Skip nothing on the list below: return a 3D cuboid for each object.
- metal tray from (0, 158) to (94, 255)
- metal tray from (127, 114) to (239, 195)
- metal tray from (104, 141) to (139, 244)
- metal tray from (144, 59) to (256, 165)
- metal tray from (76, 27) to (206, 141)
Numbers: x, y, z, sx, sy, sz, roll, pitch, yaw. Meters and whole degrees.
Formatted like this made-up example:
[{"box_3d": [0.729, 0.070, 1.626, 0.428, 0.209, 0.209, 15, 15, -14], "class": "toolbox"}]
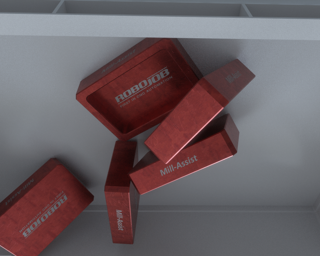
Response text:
[{"box_3d": [-0.173, 0.119, 0.452, 0.130, 0.030, 0.090, -45, 126, -18], "class": "metal tray"}, {"box_3d": [0.032, 0.031, 0.391, 0.130, 0.090, 0.030, -27, 96, 20], "class": "metal tray"}, {"box_3d": [-0.050, 0.093, 0.444, 0.030, 0.090, 0.129, 3, 130, 2], "class": "metal tray"}, {"box_3d": [0.046, -0.022, 0.325, 0.030, 0.131, 0.090, 46, 122, 6], "class": "metal tray"}, {"box_3d": [-0.020, -0.046, 0.366, 0.130, 0.030, 0.090, -28, 125, 21], "class": "metal tray"}]
